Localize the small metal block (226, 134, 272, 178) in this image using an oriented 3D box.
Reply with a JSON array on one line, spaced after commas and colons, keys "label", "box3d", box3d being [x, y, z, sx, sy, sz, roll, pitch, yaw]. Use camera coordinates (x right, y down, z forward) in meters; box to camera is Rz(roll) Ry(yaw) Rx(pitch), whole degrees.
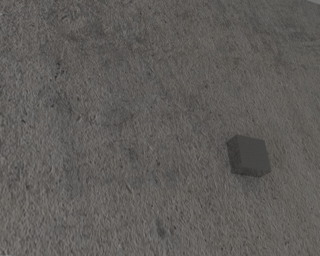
[{"label": "small metal block", "box3d": [0.127, 0.041, 0.447, 0.050, 0.025, 0.050, 12, 57, -22]}]
